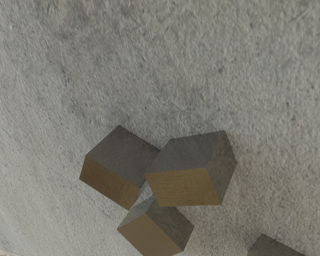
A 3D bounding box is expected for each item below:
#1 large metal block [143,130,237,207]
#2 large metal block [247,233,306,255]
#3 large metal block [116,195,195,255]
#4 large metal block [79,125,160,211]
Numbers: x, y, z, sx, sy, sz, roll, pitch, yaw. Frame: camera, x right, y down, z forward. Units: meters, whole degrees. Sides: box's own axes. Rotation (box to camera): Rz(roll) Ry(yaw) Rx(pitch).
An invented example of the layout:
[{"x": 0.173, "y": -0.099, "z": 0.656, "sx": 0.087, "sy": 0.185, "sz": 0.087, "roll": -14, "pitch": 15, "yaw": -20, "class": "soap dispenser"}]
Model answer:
[{"x": 0.040, "y": 0.049, "z": 0.380, "sx": 0.080, "sy": 0.080, "sz": 0.050, "roll": -11, "pitch": 113, "yaw": 32, "class": "large metal block"}, {"x": 0.158, "y": 0.204, "z": 0.414, "sx": 0.080, "sy": 0.080, "sz": 0.050, "roll": 26, "pitch": 127, "yaw": 12, "class": "large metal block"}, {"x": -0.007, "y": 0.159, "z": 0.491, "sx": 0.080, "sy": 0.050, "sz": 0.080, "roll": 47, "pitch": 129, "yaw": -5, "class": "large metal block"}, {"x": -0.050, "y": 0.052, "z": 0.429, "sx": 0.080, "sy": 0.080, "sz": 0.050, "roll": 31, "pitch": 128, "yaw": 8, "class": "large metal block"}]
